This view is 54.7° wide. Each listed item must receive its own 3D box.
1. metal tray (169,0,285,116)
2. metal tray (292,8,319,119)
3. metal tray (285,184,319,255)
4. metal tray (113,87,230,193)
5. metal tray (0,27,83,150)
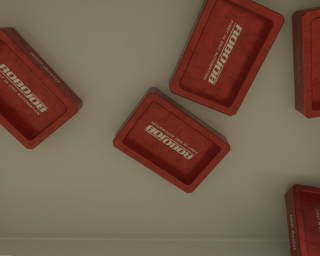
[{"bbox_3d":[0.076,-0.090,0.375,0.090,0.030,0.129,21,109,-8],"label":"metal tray"},{"bbox_3d":[0.215,-0.083,0.379,0.090,0.030,0.129,-10,110,3],"label":"metal tray"},{"bbox_3d":[0.221,0.144,0.408,0.091,0.130,0.030,9,143,2],"label":"metal tray"},{"bbox_3d":[0.016,0.018,0.415,0.130,0.030,0.090,34,106,-12],"label":"metal tray"},{"bbox_3d":[-0.175,-0.047,0.389,0.090,0.030,0.130,-38,106,12],"label":"metal tray"}]
